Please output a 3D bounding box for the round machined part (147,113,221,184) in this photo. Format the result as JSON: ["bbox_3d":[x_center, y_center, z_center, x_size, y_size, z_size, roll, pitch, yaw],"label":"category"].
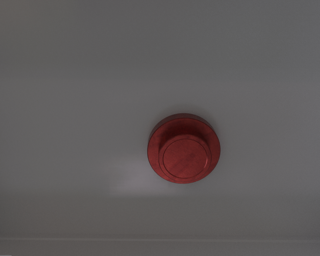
[{"bbox_3d":[0.032,0.033,0.414,0.099,0.042,0.097,0,110,0],"label":"round machined part"}]
